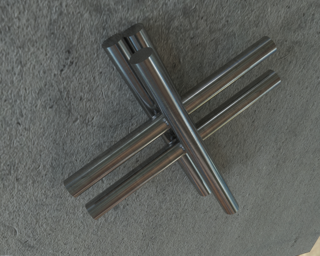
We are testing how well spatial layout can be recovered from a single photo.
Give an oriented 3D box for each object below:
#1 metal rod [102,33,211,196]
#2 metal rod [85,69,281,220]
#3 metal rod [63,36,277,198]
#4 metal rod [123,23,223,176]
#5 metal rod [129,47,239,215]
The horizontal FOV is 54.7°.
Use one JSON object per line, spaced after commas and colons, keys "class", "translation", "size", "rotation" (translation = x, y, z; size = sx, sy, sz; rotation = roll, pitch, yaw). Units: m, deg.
{"class": "metal rod", "translation": [0.012, 0.006, 0.420], "size": [0.025, 0.025, 0.299], "rotation": [-36, 130, -4]}
{"class": "metal rod", "translation": [0.033, 0.019, 0.408], "size": [0.301, 0.025, 0.025], "rotation": [-36, 130, -5]}
{"class": "metal rod", "translation": [0.016, -0.016, 0.376], "size": [0.301, 0.025, 0.025], "rotation": [-36, 130, -5]}
{"class": "metal rod", "translation": [0.034, -0.007, 0.424], "size": [0.025, 0.025, 0.299], "rotation": [-36, 130, -4]}
{"class": "metal rod", "translation": [0.046, 0.028, 0.387], "size": [0.025, 0.025, 0.299], "rotation": [-37, 130, -4]}
